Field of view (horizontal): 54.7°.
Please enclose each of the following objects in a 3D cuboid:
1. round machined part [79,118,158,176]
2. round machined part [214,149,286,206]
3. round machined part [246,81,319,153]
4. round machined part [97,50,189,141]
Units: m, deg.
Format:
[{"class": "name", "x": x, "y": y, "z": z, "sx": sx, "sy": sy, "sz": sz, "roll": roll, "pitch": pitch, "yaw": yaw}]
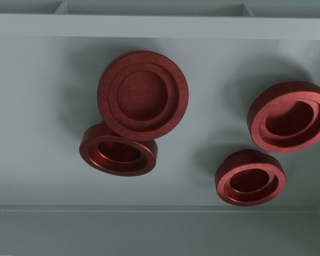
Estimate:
[{"class": "round machined part", "x": -0.051, "y": 0.022, "z": 0.406, "sx": 0.099, "sy": 0.042, "sz": 0.098, "roll": 5, "pitch": 144, "yaw": 4}, {"class": "round machined part", "x": 0.130, "y": 0.070, "z": 0.458, "sx": 0.099, "sy": 0.042, "sz": 0.097, "roll": 0, "pitch": 130, "yaw": 0}, {"class": "round machined part", "x": 0.157, "y": -0.017, "z": 0.384, "sx": 0.099, "sy": 0.042, "sz": 0.097, "roll": 0, "pitch": 130, "yaw": 0}, {"class": "round machined part", "x": -0.021, "y": -0.038, "z": 0.349, "sx": 0.099, "sy": 0.042, "sz": 0.097, "roll": -4, "pitch": 108, "yaw": -11}]
